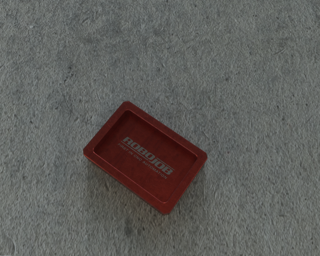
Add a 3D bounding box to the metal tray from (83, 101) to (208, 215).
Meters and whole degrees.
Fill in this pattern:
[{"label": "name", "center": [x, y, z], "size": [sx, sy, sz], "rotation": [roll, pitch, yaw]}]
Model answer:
[{"label": "metal tray", "center": [-0.018, 0.036, 0.393], "size": [0.130, 0.030, 0.090], "rotation": [34, 73, 11]}]
